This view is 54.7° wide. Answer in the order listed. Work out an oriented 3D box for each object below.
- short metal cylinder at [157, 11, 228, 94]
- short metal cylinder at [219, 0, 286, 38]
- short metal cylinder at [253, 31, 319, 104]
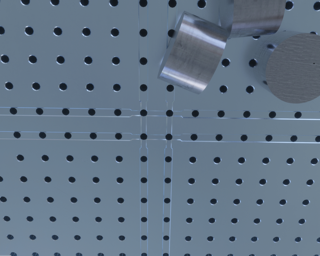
[{"bbox_3d":[0.035,-0.085,0.353,0.050,0.080,0.079,21,109,-8],"label":"short metal cylinder"},{"bbox_3d":[0.096,-0.140,0.333,0.050,0.080,0.079,-5,110,2],"label":"short metal cylinder"},{"bbox_3d":[0.160,-0.075,0.374,0.081,0.050,0.079,0,110,0],"label":"short metal cylinder"}]
